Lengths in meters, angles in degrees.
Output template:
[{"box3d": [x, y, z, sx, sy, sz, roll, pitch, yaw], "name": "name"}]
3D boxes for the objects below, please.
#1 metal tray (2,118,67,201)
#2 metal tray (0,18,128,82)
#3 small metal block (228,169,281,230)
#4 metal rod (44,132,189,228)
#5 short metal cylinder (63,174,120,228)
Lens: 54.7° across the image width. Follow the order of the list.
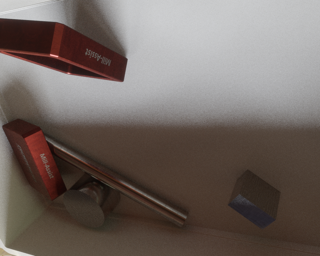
[{"box3d": [-0.214, 0.053, 0.530, 0.090, 0.030, 0.129, 14, 127, 43], "name": "metal tray"}, {"box3d": [-0.106, -0.083, 0.346, 0.090, 0.130, 0.030, 11, 92, 22], "name": "metal tray"}, {"box3d": [0.118, 0.087, 0.384, 0.050, 0.050, 0.025, 35, 129, 4], "name": "small metal block"}, {"box3d": [-0.093, 0.074, 0.501, 0.301, 0.025, 0.025, 27, 128, 10], "name": "metal rod"}, {"box3d": [-0.115, 0.121, 0.526, 0.080, 0.050, 0.079, 13, 124, 20], "name": "short metal cylinder"}]
